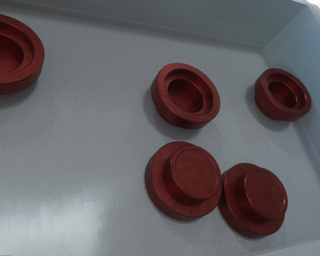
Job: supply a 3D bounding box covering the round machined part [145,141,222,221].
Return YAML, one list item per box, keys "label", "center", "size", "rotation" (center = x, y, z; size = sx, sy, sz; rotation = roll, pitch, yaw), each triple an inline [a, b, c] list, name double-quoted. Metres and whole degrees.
- label: "round machined part"
  center: [0.035, 0.059, 0.377]
  size: [0.099, 0.042, 0.098]
  rotation: [14, 56, -21]

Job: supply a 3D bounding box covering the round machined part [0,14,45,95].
- label: "round machined part"
  center: [-0.183, -0.077, 0.343]
  size: [0.099, 0.042, 0.098]
  rotation: [14, 56, -21]

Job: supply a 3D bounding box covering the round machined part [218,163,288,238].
- label: "round machined part"
  center: [0.127, 0.091, 0.407]
  size: [0.099, 0.042, 0.098]
  rotation: [14, 56, -21]

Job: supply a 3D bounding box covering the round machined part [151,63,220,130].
- label: "round machined part"
  center: [0.032, -0.040, 0.436]
  size: [0.099, 0.042, 0.098]
  rotation: [14, 56, -21]

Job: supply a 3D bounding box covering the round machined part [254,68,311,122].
- label: "round machined part"
  center: [0.204, -0.052, 0.533]
  size: [0.099, 0.042, 0.098]
  rotation: [11, 56, -17]
